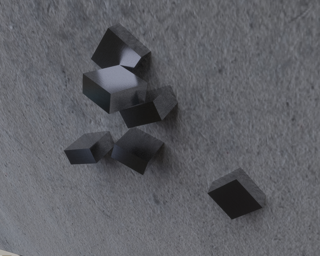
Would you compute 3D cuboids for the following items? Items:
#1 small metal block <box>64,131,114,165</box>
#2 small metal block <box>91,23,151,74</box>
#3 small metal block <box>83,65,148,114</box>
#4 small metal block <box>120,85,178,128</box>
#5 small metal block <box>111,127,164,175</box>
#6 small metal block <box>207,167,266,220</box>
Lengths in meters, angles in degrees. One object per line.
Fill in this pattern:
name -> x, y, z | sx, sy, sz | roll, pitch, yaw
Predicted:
small metal block -> -0.104, 0.029, 0.462 | 0.050, 0.050, 0.025 | -6, 115, 30
small metal block -> -0.048, -0.089, 0.376 | 0.050, 0.025, 0.050 | 42, 129, -1
small metal block -> -0.051, -0.045, 0.347 | 0.050, 0.050, 0.025 | 36, 132, 31
small metal block -> -0.013, -0.027, 0.380 | 0.050, 0.050, 0.025 | -12, 112, 33
small metal block -> -0.030, 0.030, 0.423 | 0.050, 0.050, 0.025 | 28, 128, 10
small metal block -> 0.100, 0.087, 0.407 | 0.050, 0.025, 0.050 | 47, 129, -6
